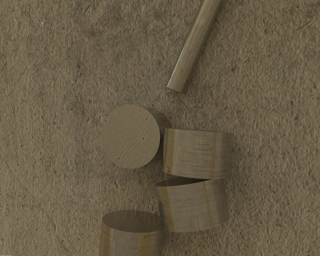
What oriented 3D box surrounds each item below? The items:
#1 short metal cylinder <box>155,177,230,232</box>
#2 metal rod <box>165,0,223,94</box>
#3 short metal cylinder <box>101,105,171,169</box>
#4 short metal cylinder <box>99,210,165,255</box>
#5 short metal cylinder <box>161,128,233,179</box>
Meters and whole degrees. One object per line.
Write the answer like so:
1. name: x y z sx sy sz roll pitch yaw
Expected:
1. short metal cylinder: 0.038 0.085 0.366 0.080 0.080 0.050 -10 87 19
2. metal rod: 0.077 -0.185 0.381 0.025 0.025 0.298 26 98 18
3. short metal cylinder: -0.029 0.011 0.406 0.080 0.050 0.080 0 90 20
4. short metal cylinder: -0.035 0.141 0.392 0.080 0.080 0.050 7 93 20
5. short metal cylinder: 0.043 0.027 0.365 0.080 0.080 0.050 5 92 20
